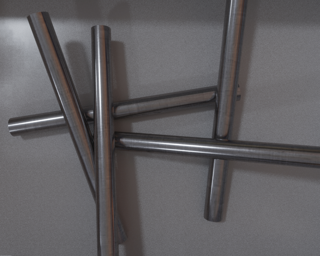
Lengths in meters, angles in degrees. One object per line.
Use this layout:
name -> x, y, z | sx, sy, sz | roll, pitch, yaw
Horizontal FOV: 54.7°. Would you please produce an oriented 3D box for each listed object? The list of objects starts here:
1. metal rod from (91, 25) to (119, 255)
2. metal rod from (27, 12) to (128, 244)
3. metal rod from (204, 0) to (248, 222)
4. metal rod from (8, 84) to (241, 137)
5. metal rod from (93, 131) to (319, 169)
metal rod -> -0.068, 0.022, 0.380 | 0.025, 0.025, 0.298 | -3, 84, 0
metal rod -> -0.099, 0.008, 0.387 | 0.025, 0.025, 0.298 | -18, 99, 0
metal rod -> 0.082, -0.027, 0.388 | 0.025, 0.025, 0.298 | 4, 99, 0
metal rod -> -0.045, -0.025, 0.410 | 0.302, 0.025, 0.025 | -9, 90, 0
metal rod -> 0.061, 0.025, 0.374 | 0.301, 0.025, 0.025 | 4, 90, 15
